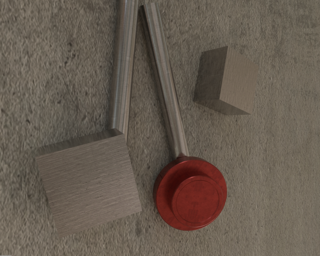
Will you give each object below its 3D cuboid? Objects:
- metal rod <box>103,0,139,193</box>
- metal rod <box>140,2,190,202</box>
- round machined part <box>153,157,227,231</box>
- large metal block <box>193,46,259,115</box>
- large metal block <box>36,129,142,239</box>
[{"bbox_3d":[-0.044,-0.074,0.369,0.025,0.025,0.298,7,85,-40],"label":"metal rod"},{"bbox_3d":[0.017,-0.013,0.421,0.025,0.025,0.298,-21,104,-38],"label":"metal rod"},{"bbox_3d":[0.043,0.089,0.406,0.099,0.042,0.097,-2,98,-13],"label":"round machined part"},{"bbox_3d":[0.103,-0.069,0.477,0.080,0.050,0.080,18,79,-39],"label":"large metal block"},{"bbox_3d":[-0.071,0.051,0.313,0.081,0.050,0.079,-15,101,-16],"label":"large metal block"}]
